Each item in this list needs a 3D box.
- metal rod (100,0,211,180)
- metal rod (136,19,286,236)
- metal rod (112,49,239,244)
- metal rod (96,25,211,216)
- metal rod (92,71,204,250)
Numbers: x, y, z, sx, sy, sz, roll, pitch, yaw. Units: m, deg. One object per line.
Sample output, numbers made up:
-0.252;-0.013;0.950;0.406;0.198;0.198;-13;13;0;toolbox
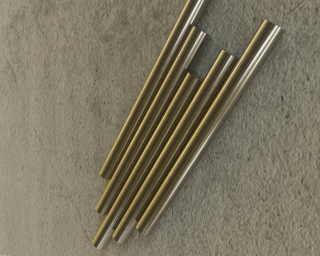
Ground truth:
-0.012;-0.049;0.414;0.025;0.025;0.298;44;116;31;metal rod
0.046;0.017;0.366;0.025;0.025;0.298;44;116;31;metal rod
0.010;0.039;0.396;0.025;0.025;0.298;44;116;31;metal rod
-0.019;0.005;0.420;0.025;0.025;0.298;44;116;31;metal rod
-0.025;0.058;0.425;0.025;0.025;0.298;44;116;31;metal rod
